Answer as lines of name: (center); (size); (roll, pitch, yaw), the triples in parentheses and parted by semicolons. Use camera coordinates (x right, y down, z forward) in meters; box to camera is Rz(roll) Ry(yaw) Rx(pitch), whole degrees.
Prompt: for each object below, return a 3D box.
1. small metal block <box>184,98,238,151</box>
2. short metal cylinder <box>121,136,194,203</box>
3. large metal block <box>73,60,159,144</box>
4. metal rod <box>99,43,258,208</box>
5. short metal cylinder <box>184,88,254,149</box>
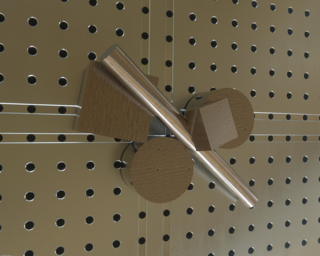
small metal block: (0.062, -0.004, 0.371); (0.050, 0.025, 0.050); (-22, 98, -37)
short metal cylinder: (-0.005, 0.050, 0.394); (0.081, 0.050, 0.079); (0, 90, -20)
large metal block: (-0.054, -0.028, 0.374); (0.081, 0.050, 0.080); (12, 86, -20)
metal rod: (0.041, 0.015, 0.387); (0.300, 0.025, 0.025); (45, 76, -29)
short metal cylinder: (0.080, -0.013, 0.425); (0.081, 0.050, 0.079); (0, 90, -20)
